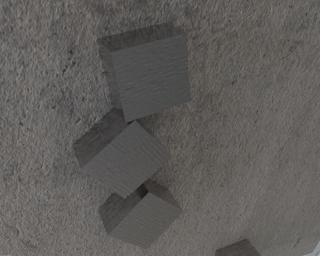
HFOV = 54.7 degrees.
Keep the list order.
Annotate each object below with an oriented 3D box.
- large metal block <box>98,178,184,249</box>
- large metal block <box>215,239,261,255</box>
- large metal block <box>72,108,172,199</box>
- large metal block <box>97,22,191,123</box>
[{"bbox_3d":[-0.028,0.120,0.449,0.080,0.050,0.080,-47,129,5],"label":"large metal block"},{"bbox_3d":[0.161,0.294,0.660,0.081,0.050,0.079,-10,123,-23],"label":"large metal block"},{"bbox_3d":[-0.046,0.028,0.383,0.080,0.050,0.080,-42,130,1],"label":"large metal block"},{"bbox_3d":[-0.016,-0.063,0.343,0.081,0.050,0.079,-20,126,-17],"label":"large metal block"}]
